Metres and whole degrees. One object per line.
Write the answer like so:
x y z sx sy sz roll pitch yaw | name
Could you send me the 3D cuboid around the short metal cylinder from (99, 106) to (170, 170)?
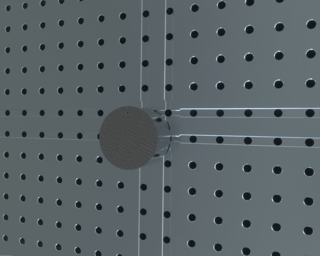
-0.032 0.012 0.410 0.080 0.050 0.079 0 90 19 | short metal cylinder
